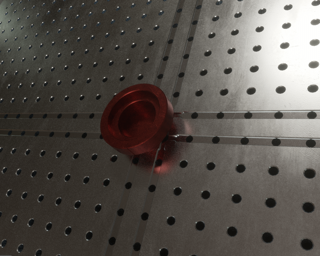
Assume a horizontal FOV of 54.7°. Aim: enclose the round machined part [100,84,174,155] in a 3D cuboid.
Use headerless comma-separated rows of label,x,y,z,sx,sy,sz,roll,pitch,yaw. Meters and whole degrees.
round machined part,-0.027,-0.008,0.415,0.098,0.042,0.098,-13,56,20
